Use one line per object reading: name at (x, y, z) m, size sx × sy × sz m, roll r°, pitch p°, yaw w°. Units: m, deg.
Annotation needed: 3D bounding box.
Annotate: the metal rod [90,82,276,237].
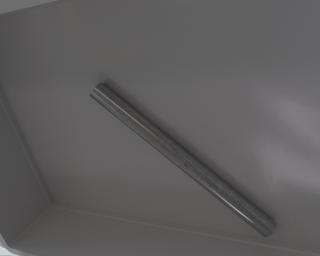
metal rod at (0.030, 0.042, 0.418) m, size 0.300 × 0.025 × 0.025 m, roll 39°, pitch 129°, yaw 1°
